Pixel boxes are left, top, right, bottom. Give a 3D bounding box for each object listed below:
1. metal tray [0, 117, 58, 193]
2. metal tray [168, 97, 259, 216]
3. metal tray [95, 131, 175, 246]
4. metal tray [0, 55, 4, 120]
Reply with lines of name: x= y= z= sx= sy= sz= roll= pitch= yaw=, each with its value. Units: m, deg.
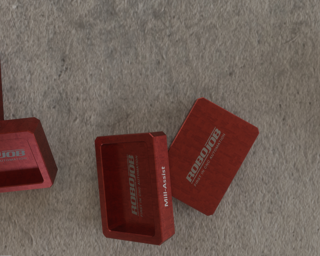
metal tray: x=-0.205 y=0.038 z=0.382 sx=0.131 sy=0.030 sz=0.089 roll=-6 pitch=124 yaw=-1
metal tray: x=0.058 y=0.036 z=0.408 sx=0.090 sy=0.030 sz=0.130 roll=30 pitch=90 yaw=-1
metal tray: x=-0.033 y=0.072 z=0.385 sx=0.090 sy=0.030 sz=0.129 roll=-5 pitch=90 yaw=31
metal tray: x=-0.258 y=-0.040 z=0.403 sx=0.091 sy=0.030 sz=0.129 roll=-4 pitch=90 yaw=-1
